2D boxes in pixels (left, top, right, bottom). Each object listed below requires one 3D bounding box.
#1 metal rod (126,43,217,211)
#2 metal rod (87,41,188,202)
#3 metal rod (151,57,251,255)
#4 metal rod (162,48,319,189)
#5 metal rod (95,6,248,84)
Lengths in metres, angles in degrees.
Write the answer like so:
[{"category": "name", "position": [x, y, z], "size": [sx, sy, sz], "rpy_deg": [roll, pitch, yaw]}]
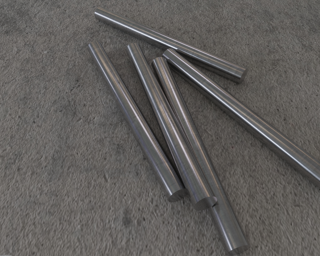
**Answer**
[{"category": "metal rod", "position": [0.001, -0.026, 0.412], "size": [0.025, 0.025, 0.300], "rpy_deg": [-14, 48, -11]}, {"category": "metal rod", "position": [-0.044, -0.030, 0.427], "size": [0.025, 0.025, 0.300], "rpy_deg": [-20, 53, -16]}, {"category": "metal rod", "position": [0.038, 0.009, 0.395], "size": [0.025, 0.025, 0.300], "rpy_deg": [-12, 51, -10]}, {"category": "metal rod", "position": [0.104, -0.026, 0.425], "size": [0.025, 0.025, 0.300], "rpy_deg": [-30, 56, -23]}, {"category": "metal rod", "position": [0.006, -0.148, 0.526], "size": [0.300, 0.025, 0.025], "rpy_deg": [30, 56, 22]}]
